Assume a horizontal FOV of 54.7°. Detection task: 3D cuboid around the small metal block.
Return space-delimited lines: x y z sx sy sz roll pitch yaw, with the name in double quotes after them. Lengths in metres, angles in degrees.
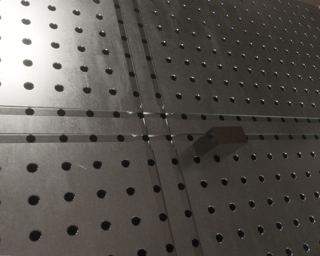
0.083 0.021 0.426 0.050 0.050 0.025 -1 63 -29 "small metal block"
